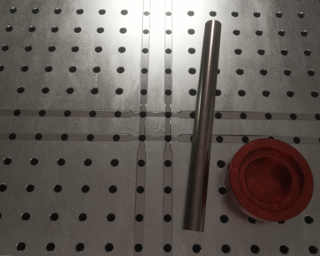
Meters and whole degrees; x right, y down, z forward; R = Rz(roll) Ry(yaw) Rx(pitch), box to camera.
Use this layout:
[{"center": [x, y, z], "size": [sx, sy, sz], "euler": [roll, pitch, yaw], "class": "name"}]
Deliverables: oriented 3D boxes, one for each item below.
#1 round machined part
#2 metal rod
[{"center": [0.130, 0.065, 0.381], "size": [0.099, 0.042, 0.098], "euler": [0, 70, -1], "class": "round machined part"}, {"center": [0.060, -0.017, 0.418], "size": [0.025, 0.025, 0.299], "euler": [8, 70, 2], "class": "metal rod"}]
